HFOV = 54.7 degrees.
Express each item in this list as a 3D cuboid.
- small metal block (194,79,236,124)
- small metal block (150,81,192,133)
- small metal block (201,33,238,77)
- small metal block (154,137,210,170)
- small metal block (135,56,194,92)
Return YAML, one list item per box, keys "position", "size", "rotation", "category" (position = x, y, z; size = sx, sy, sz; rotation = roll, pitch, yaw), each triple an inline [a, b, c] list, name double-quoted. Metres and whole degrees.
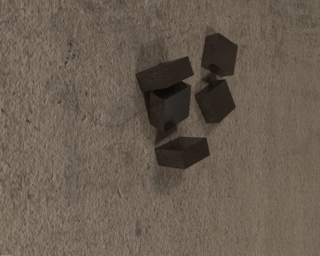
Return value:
- position: [0.087, -0.041, 0.480]
  size: [0.050, 0.025, 0.050]
  rotation: [-39, 114, -33]
  category: "small metal block"
- position: [0.014, -0.030, 0.405]
  size: [0.050, 0.025, 0.050]
  rotation: [-32, 139, -35]
  category: "small metal block"
- position: [0.094, -0.113, 0.486]
  size: [0.050, 0.025, 0.050]
  rotation: [17, 79, -39]
  category: "small metal block"
- position: [0.030, 0.032, 0.416]
  size: [0.050, 0.050, 0.025]
  rotation: [-23, 105, -38]
  category: "small metal block"
- position: [0.006, -0.068, 0.395]
  size: [0.050, 0.050, 0.025]
  rotation: [-30, 108, -36]
  category: "small metal block"
